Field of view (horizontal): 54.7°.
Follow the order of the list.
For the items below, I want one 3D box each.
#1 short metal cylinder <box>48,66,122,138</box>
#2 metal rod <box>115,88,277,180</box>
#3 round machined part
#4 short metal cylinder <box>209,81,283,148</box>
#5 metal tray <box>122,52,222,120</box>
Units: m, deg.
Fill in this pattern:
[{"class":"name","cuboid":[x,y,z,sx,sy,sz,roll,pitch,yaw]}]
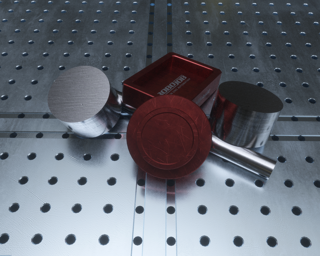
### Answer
[{"class":"short metal cylinder","cuboid":[-0.096,-0.033,0.403,0.080,0.050,0.080,-4,66,9]},{"class":"metal rod","cuboid":[0.005,-0.010,0.416,0.301,0.025,0.025,25,55,20]},{"class":"round machined part","cuboid":[0.010,0.010,0.353,0.099,0.042,0.097,0,92,5]},{"class":"short metal cylinder","cuboid":[0.106,-0.019,0.392,0.081,0.050,0.080,9,33,-6]},{"class":"metal tray","cuboid":[0.020,-0.060,0.436,0.090,0.030,0.131,26,41,20]}]
